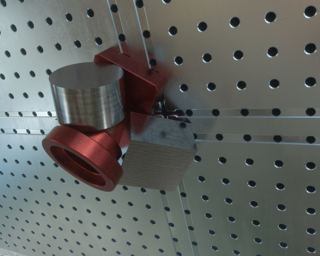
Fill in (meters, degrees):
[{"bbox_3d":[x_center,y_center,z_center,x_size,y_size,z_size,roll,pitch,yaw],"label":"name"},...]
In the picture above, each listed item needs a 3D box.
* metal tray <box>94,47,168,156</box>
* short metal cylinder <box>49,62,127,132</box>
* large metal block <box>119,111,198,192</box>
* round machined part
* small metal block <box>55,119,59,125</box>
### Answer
[{"bbox_3d":[-0.054,-0.030,0.417,0.090,0.030,0.129,30,128,8],"label":"metal tray"},{"bbox_3d":[-0.080,-0.038,0.353,0.080,0.080,0.050,13,124,21],"label":"short metal cylinder"},{"bbox_3d":[-0.009,0.032,0.395,0.081,0.050,0.079,11,129,-16],"label":"large metal block"},{"bbox_3d":[-0.084,0.029,0.365,0.098,0.042,0.098,24,150,15],"label":"round machined part"},{"bbox_3d":[-0.110,0.002,0.412,0.025,0.050,0.050,18,125,18],"label":"small metal block"}]
